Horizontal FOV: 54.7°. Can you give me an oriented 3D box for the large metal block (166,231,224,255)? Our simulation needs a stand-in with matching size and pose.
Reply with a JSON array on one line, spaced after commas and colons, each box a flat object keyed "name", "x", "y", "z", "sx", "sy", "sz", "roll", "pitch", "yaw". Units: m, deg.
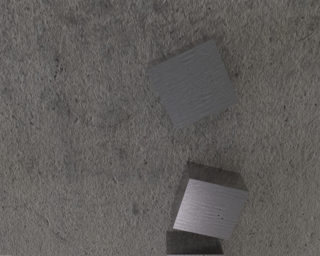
[{"name": "large metal block", "x": 0.050, "y": 0.207, "z": 0.473, "sx": 0.081, "sy": 0.050, "sz": 0.079, "roll": 0, "pitch": 110, "yaw": 0}]

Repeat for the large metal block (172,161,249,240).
[{"name": "large metal block", "x": 0.067, "y": 0.101, "z": 0.434, "sx": 0.080, "sy": 0.050, "sz": 0.079, "roll": 14, "pitch": 110, "yaw": -5}]

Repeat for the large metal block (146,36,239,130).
[{"name": "large metal block", "x": 0.039, "y": -0.056, "z": 0.376, "sx": 0.080, "sy": 0.050, "sz": 0.080, "roll": -24, "pitch": 109, "yaw": 8}]
